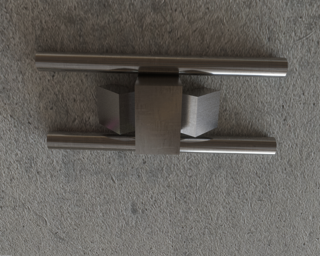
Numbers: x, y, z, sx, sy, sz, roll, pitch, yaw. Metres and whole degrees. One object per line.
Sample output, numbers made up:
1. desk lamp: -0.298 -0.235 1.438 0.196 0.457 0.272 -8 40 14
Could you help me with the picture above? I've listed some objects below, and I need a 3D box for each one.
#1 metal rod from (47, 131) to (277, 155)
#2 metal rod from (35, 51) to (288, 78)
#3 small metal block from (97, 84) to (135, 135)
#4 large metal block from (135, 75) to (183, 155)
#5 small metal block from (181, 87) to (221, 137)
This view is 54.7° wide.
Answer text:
1. metal rod: 0.003 0.020 0.418 0.302 0.025 0.025 2 110 -1
2. metal rod: 0.003 -0.078 0.382 0.302 0.025 0.025 1 110 -1
3. small metal block: -0.054 -0.025 0.386 0.025 0.050 0.050 -15 116 -37
4. large metal block: -0.002 -0.021 0.376 0.050 0.080 0.079 1 110 -1
5. small metal block: 0.050 -0.021 0.389 0.025 0.050 0.050 17 115 38
